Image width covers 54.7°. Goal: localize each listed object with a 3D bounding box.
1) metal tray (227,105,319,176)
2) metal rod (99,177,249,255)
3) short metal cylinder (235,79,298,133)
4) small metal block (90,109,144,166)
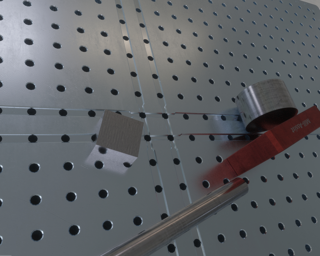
[{"bbox_3d":[0.169,0.018,0.446,0.131,0.090,0.030,-21,74,-36],"label":"metal tray"},{"bbox_3d":[-0.008,0.119,0.331,0.302,0.025,0.025,-19,72,-35],"label":"metal rod"},{"bbox_3d":[0.164,-0.033,0.481,0.081,0.080,0.050,0,62,-29],"label":"short metal cylinder"},{"bbox_3d":[-0.051,0.012,0.374,0.050,0.025,0.050,19,54,-17],"label":"small metal block"}]
